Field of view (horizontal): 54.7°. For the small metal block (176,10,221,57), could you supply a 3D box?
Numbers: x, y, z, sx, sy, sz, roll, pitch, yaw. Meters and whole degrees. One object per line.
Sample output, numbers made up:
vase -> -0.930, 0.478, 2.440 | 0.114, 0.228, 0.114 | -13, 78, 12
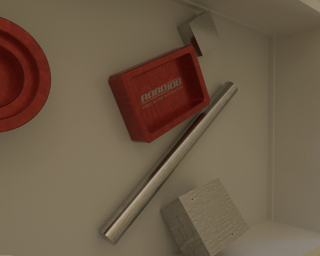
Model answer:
small metal block -> 0.058, -0.138, 0.458 | 0.050, 0.025, 0.050 | -42, 116, -32

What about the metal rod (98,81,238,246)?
metal rod -> 0.027, 0.031, 0.431 | 0.301, 0.025, 0.025 | -48, 119, -30

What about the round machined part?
round machined part -> -0.152, -0.045, 0.269 | 0.099, 0.042, 0.097 | 0, 90, -40

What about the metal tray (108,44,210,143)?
metal tray -> 0.005, -0.048, 0.409 | 0.131, 0.030, 0.090 | -32, 110, -36

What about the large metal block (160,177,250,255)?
large metal block -> 0.060, 0.124, 0.421 | 0.081, 0.050, 0.080 | -16, 68, -39
